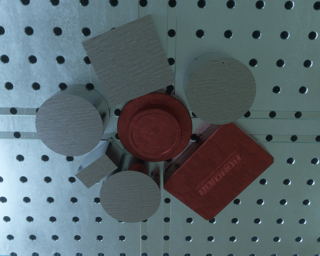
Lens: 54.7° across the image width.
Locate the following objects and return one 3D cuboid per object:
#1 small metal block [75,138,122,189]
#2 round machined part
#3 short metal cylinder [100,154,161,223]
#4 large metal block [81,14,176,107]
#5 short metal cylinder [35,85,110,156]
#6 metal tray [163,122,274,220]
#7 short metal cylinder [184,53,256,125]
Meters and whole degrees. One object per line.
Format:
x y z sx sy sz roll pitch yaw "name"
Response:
-0.080 0.047 0.415 0.050 0.050 0.025 -35 106 12 "small metal block"
-0.007 0.001 0.404 0.099 0.042 0.097 0 110 0 "round machined part"
-0.039 0.083 0.429 0.081 0.050 0.079 0 110 0 "short metal cylinder"
-0.034 -0.081 0.370 0.080 0.050 0.080 -20 109 7 "large metal block"
-0.108 -0.011 0.394 0.081 0.050 0.079 0 110 0 "short metal cylinder"
0.078 0.057 0.431 0.090 0.030 0.130 39 105 -13 "metal tray"
0.071 -0.050 0.381 0.081 0.050 0.079 0 110 0 "short metal cylinder"
